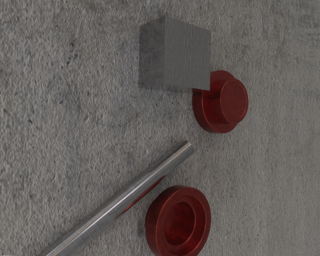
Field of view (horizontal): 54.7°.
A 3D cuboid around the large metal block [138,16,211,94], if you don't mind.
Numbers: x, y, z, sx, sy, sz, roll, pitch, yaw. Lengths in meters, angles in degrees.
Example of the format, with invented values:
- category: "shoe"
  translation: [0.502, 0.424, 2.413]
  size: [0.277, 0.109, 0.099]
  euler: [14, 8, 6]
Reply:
- category: "large metal block"
  translation: [0.020, -0.090, 0.405]
  size: [0.081, 0.050, 0.080]
  euler: [2, 89, -40]

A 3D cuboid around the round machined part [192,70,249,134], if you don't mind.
- category: "round machined part"
  translation: [0.099, -0.040, 0.476]
  size: [0.099, 0.042, 0.097]
  euler: [0, 90, -40]

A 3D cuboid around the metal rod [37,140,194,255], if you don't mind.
- category: "metal rod"
  translation: [-0.063, 0.100, 0.351]
  size: [0.302, 0.025, 0.025]
  euler: [-36, 112, -34]

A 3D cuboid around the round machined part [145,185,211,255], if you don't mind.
- category: "round machined part"
  translation: [0.020, 0.124, 0.410]
  size: [0.099, 0.042, 0.097]
  euler: [0, 90, -40]
